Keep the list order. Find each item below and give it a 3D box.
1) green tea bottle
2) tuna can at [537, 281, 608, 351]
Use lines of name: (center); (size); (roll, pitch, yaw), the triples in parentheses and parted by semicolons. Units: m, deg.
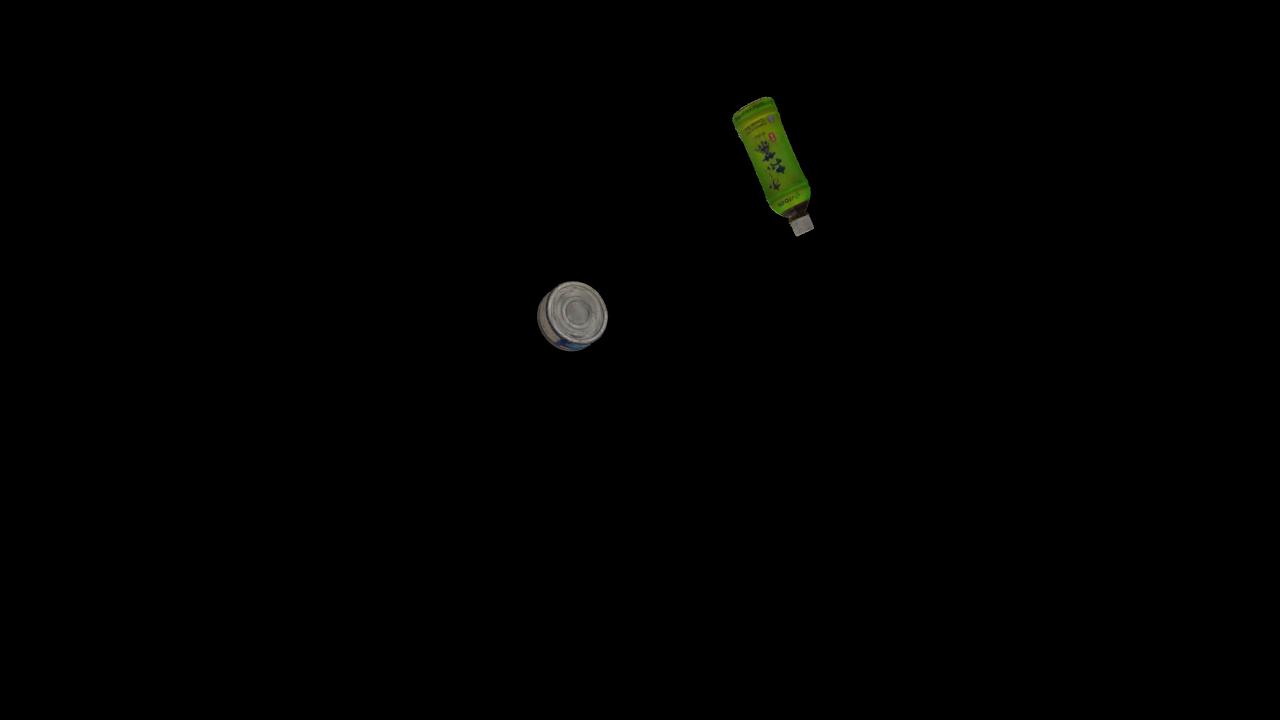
green tea bottle: (0.215, -0.295, 0.953); (0.073, 0.212, 0.073); (-26, 3, 1)
tuna can: (-0.083, -0.055, 0.766); (0.084, 0.084, 0.034); (0, -13, -30)
